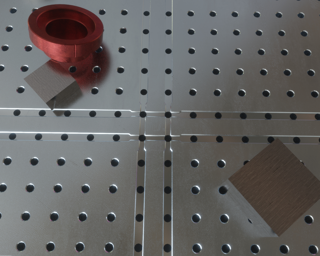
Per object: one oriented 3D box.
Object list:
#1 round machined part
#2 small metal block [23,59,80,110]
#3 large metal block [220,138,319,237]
[{"bbox_3d":[-0.131,-0.129,0.436,0.099,0.042,0.098,8,48,-9],"label":"round machined part"},{"bbox_3d":[-0.150,-0.062,0.432,0.050,0.025,0.050,-42,76,-14],"label":"small metal block"},{"bbox_3d":[0.134,0.072,0.374,0.080,0.050,0.080,-37,74,-13],"label":"large metal block"}]
